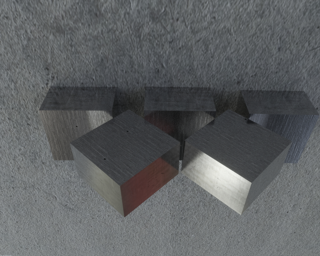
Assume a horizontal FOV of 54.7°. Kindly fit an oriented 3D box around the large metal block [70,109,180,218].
[{"bbox_3d":[-0.036,0.034,0.335,0.081,0.080,0.050,-34,141,-33],"label":"large metal block"}]

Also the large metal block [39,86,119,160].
[{"bbox_3d":[-0.094,-0.005,0.387,0.081,0.050,0.079,0,130,-1],"label":"large metal block"}]

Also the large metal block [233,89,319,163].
[{"bbox_3d":[0.139,-0.001,0.394,0.081,0.050,0.079,1,130,-2],"label":"large metal block"}]

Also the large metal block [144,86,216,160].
[{"bbox_3d":[0.022,-0.005,0.389,0.081,0.050,0.079,1,130,-1],"label":"large metal block"}]

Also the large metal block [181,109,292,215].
[{"bbox_3d":[0.081,0.033,0.339,0.080,0.081,0.050,33,138,32],"label":"large metal block"}]
